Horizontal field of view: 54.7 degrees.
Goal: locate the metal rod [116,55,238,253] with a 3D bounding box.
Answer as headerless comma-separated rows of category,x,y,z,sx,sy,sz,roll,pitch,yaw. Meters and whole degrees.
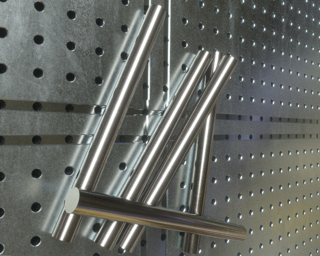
metal rod,0.030,0.022,0.419,0.025,0.025,0.300,43,69,-32

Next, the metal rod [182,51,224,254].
metal rod,0.065,0.032,0.466,0.025,0.025,0.298,14,81,-40

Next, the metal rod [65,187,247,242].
metal rod,0.021,0.117,0.391,0.301,0.025,0.025,25,74,-40

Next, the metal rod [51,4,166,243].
metal rod,-0.053,-0.019,0.366,0.025,0.025,0.299,32,70,-36

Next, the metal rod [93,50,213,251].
metal rod,0.001,0.013,0.411,0.025,0.025,0.300,43,64,-32
